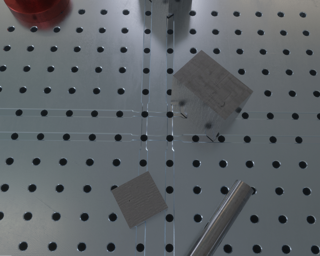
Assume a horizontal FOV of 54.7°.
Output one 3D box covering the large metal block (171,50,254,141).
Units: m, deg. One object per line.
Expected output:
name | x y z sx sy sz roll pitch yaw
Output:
large metal block | 0.061 -0.038 0.397 0.080 0.080 0.050 43 76 14

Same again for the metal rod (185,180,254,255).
metal rod | 0.015 0.185 0.344 0.025 0.025 0.300 35 73 12

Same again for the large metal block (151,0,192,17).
large metal block | 0.007 -0.232 0.467 0.050 0.080 0.080 -38 75 -13

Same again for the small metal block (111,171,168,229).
small metal block | -0.024 0.088 0.379 0.050 0.025 0.050 -27 72 -10

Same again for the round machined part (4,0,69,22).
round machined part | -0.195 -0.217 0.481 0.099 0.042 0.098 0 70 0
